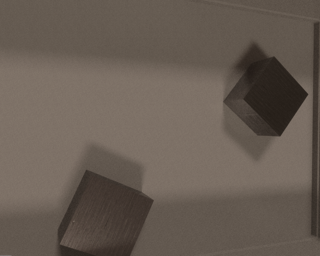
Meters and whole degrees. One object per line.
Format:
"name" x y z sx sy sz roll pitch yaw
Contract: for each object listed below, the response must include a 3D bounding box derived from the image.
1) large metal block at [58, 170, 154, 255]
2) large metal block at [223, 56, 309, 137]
"large metal block" -0.066 0.105 0.374 0.080 0.050 0.080 27 81 -19
"large metal block" 0.156 -0.044 0.456 0.080 0.050 0.080 41 77 -16
